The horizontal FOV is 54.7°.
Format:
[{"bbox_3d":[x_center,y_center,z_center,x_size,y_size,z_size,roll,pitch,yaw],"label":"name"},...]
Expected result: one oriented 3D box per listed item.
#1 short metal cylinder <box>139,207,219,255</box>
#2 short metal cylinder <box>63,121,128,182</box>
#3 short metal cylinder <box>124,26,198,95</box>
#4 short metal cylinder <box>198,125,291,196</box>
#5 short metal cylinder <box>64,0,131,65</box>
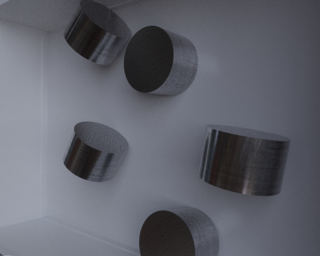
[{"bbox_3d":[0.022,0.136,0.367,0.080,0.050,0.080,-7,79,39],"label":"short metal cylinder"},{"bbox_3d":[-0.093,0.033,0.448,0.080,0.081,0.050,41,115,32],"label":"short metal cylinder"},{"bbox_3d":[0.001,-0.082,0.390,0.080,0.050,0.080,0,90,40],"label":"short metal cylinder"},{"bbox_3d":[0.081,0.028,0.304,0.080,0.081,0.050,14,99,39],"label":"short metal cylinder"},{"bbox_3d":[-0.089,-0.137,0.445,0.050,0.081,0.080,-48,62,30],"label":"short metal cylinder"}]
